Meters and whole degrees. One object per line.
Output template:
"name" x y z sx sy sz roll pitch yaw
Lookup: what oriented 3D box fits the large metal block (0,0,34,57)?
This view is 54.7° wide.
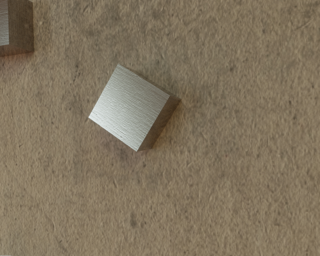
"large metal block" -0.247 -0.158 0.481 0.080 0.050 0.079 -2 89 19

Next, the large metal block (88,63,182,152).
"large metal block" -0.032 -0.026 0.406 0.080 0.050 0.080 34 101 16
